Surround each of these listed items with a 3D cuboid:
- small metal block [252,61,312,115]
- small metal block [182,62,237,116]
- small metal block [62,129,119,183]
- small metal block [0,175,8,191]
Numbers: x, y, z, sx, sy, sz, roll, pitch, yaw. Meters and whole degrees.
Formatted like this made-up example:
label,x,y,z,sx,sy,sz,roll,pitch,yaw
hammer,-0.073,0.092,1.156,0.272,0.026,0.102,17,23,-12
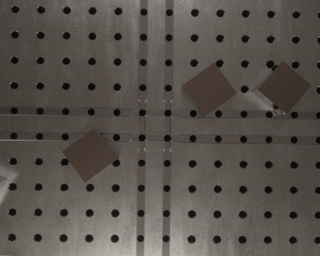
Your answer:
label,x,y,z,sx,sy,sz,roll,pitch,yaw
small metal block,0.162,-0.053,0.416,0.050,0.025,0.050,40,90,-1
small metal block,0.065,-0.051,0.414,0.050,0.025,0.050,-36,90,0
small metal block,-0.092,0.036,0.412,0.050,0.025,0.050,-36,90,0
small metal block,-0.243,0.079,0.410,0.050,0.025,0.050,30,90,-1
